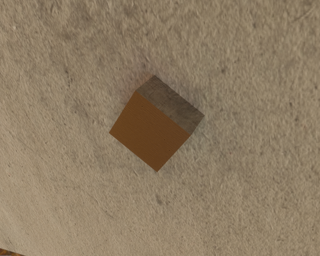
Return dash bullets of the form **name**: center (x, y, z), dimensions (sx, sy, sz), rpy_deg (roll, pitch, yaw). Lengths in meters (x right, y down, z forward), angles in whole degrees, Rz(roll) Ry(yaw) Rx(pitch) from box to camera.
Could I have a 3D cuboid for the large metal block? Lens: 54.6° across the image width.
- **large metal block**: center (-0.005, -0.005, 0.391), dimensions (0.080, 0.050, 0.080), rpy_deg (39, 129, 1)
